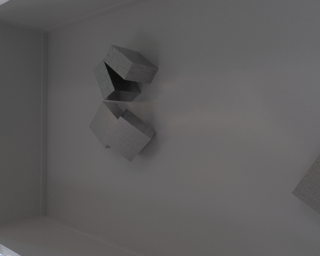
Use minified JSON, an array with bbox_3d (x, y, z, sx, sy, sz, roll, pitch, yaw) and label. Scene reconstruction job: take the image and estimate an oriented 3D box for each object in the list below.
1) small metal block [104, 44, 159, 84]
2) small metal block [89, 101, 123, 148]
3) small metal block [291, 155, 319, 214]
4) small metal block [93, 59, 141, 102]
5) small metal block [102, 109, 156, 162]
[{"bbox_3d":[-0.039,-0.086,0.423,0.050,0.050,0.025,44,116,31],"label":"small metal block"},{"bbox_3d":[-0.076,-0.005,0.470,0.050,0.025,0.050,48,118,29],"label":"small metal block"},{"bbox_3d":[0.158,0.053,0.277,0.050,0.025,0.050,40,114,32],"label":"small metal block"},{"bbox_3d":[-0.061,-0.066,0.441,0.025,0.050,0.050,-35,68,35],"label":"small metal block"},{"bbox_3d":[-0.043,0.011,0.427,0.050,0.025,0.050,38,119,-7],"label":"small metal block"}]
